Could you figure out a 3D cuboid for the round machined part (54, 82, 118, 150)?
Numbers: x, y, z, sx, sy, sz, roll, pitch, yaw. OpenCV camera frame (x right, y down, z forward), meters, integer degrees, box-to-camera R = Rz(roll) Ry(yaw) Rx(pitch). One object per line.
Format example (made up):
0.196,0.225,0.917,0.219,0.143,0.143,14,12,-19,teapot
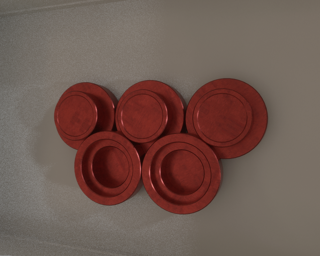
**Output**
-0.108,-0.016,0.437,0.098,0.042,0.097,0,89,19,round machined part

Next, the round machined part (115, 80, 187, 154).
-0.016,-0.014,0.405,0.098,0.042,0.097,0,89,20,round machined part

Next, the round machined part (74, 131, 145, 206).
-0.063,0.052,0.422,0.098,0.042,0.097,0,90,20,round machined part

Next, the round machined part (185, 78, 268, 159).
0.077,-0.011,0.371,0.098,0.042,0.097,0,89,20,round machined part

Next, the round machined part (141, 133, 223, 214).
0.030,0.054,0.389,0.098,0.042,0.097,0,90,20,round machined part
